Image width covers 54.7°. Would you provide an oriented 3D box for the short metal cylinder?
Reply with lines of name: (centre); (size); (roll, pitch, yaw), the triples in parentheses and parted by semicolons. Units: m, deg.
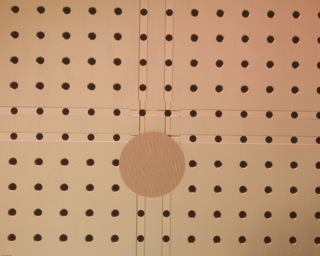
short metal cylinder: (-0.010, 0.044, 0.401); (0.081, 0.050, 0.079); (0, 90, -1)
